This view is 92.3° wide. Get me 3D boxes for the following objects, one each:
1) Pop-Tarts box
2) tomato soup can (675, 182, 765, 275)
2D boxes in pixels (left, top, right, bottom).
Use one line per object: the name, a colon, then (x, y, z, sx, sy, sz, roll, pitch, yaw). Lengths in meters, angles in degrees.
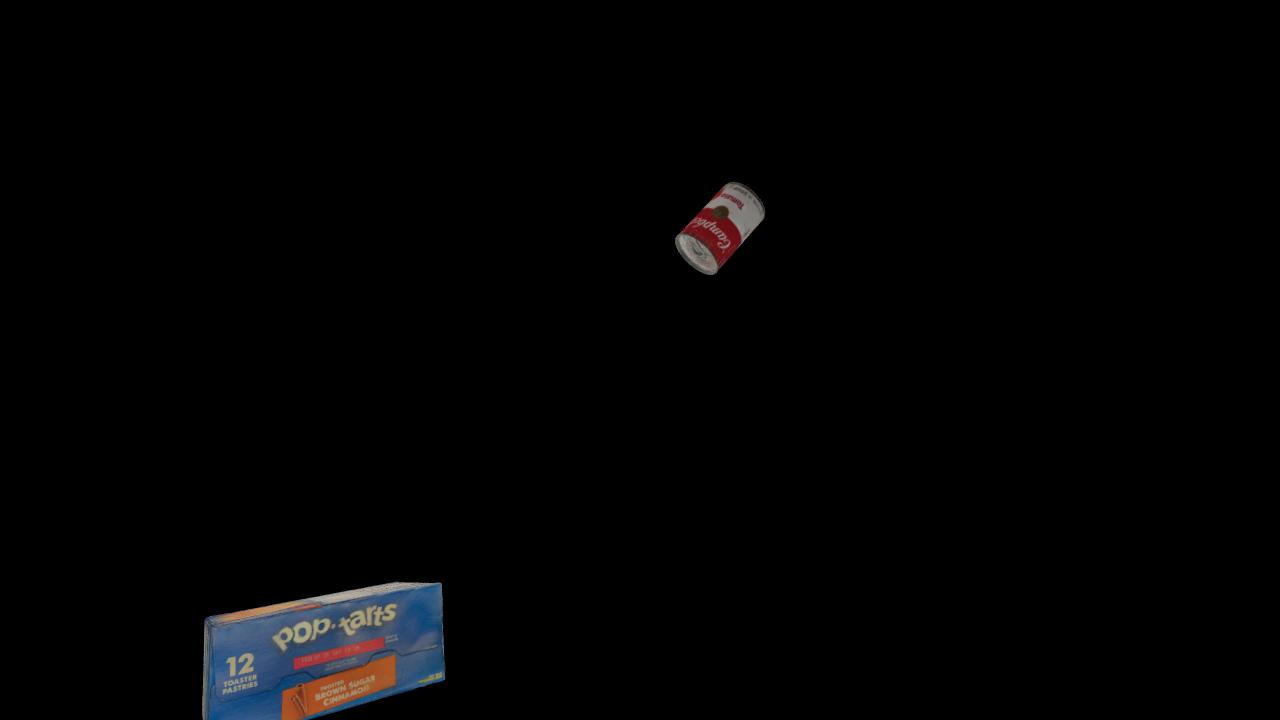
Pop-Tarts box: (-0.272, 0.248, 0.527, 0.167, 0.083, 0.141, 1, -17, -37)
tomato soup can: (0.101, -0.164, 0.768, 0.068, 0.101, 0.068, 39, -15, 13)
